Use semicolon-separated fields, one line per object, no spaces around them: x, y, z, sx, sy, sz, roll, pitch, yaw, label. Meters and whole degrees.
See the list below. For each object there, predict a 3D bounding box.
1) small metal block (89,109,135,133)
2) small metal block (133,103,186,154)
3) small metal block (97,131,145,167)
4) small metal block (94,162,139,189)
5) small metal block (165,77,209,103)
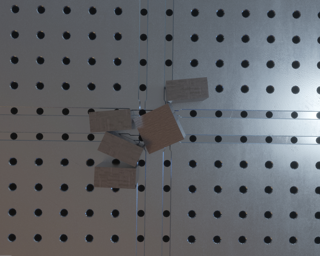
-0.060;-0.009;0.400;0.050;0.050;0.025;-5;90;0;small metal block
0.000;0.000;0.408;0.050;0.025;0.050;-24;91;12;small metal block
-0.048;0.026;0.400;0.050;0.050;0.025;24;90;-1;small metal block
-0.055;0.060;0.400;0.050;0.050;0.025;3;90;-1;small metal block
0.033;-0.047;0.401;0.050;0.050;0.025;-5;90;-1;small metal block
